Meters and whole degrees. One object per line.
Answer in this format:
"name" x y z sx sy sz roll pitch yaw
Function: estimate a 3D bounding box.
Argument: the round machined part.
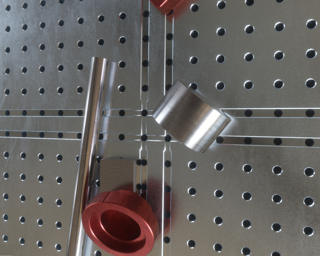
"round machined part" -0.048 0.120 0.405 0.098 0.042 0.097 9 121 15

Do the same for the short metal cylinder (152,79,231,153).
"short metal cylinder" 0.037 -0.015 0.370 0.080 0.080 0.050 41 103 15

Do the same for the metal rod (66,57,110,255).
"metal rod" -0.106 0.049 0.448 0.025 0.025 0.298 9 93 19

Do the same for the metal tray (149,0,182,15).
"metal tray" 0.022 -0.226 0.401 0.130 0.030 0.090 -42 77 15

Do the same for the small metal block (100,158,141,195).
"small metal block" -0.055 0.068 0.431 0.050 0.025 0.050 1 90 19
